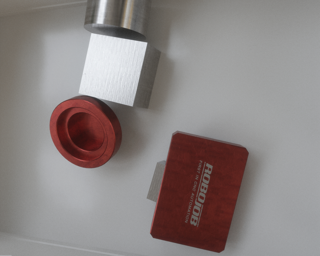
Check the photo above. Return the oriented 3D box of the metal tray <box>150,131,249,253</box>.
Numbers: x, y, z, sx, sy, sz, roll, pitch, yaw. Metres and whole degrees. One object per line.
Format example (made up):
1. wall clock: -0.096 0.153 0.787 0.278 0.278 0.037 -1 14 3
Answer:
1. metal tray: 0.046 0.076 0.377 0.091 0.030 0.129 13 94 1

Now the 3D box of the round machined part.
1. round machined part: -0.097 0.002 0.424 0.098 0.042 0.097 6 111 17

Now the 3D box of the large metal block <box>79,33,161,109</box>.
1. large metal block: -0.053 -0.075 0.415 0.080 0.050 0.079 15 95 19

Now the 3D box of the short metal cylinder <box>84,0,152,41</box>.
1. short metal cylinder: -0.054 -0.147 0.399 0.080 0.080 0.050 10 94 19

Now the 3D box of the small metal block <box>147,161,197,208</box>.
1. small metal block: 0.016 0.075 0.404 0.050 0.025 0.050 18 96 18
